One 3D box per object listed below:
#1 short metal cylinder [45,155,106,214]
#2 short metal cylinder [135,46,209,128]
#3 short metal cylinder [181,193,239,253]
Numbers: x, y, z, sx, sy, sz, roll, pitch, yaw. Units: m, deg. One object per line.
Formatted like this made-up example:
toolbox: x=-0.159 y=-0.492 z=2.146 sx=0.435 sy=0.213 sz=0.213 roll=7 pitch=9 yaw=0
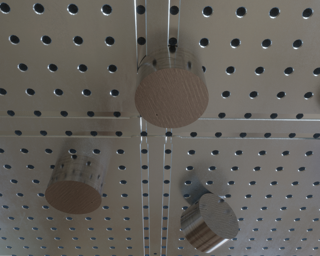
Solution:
short metal cylinder: x=-0.125 y=0.086 z=0.467 sx=0.081 sy=0.050 sz=0.079 roll=0 pitch=130 yaw=0
short metal cylinder: x=0.013 y=-0.046 z=0.356 sx=0.081 sy=0.050 sz=0.079 roll=0 pitch=130 yaw=0
short metal cylinder: x=0.081 y=0.155 z=0.508 sx=0.080 sy=0.080 sz=0.050 roll=26 pitch=125 yaw=-21
